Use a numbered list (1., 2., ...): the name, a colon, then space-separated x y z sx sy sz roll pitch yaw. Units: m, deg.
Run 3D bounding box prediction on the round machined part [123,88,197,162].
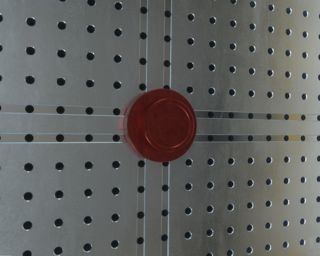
1. round machined part: 0.005 -0.003 0.406 0.099 0.042 0.097 0 90 -21
